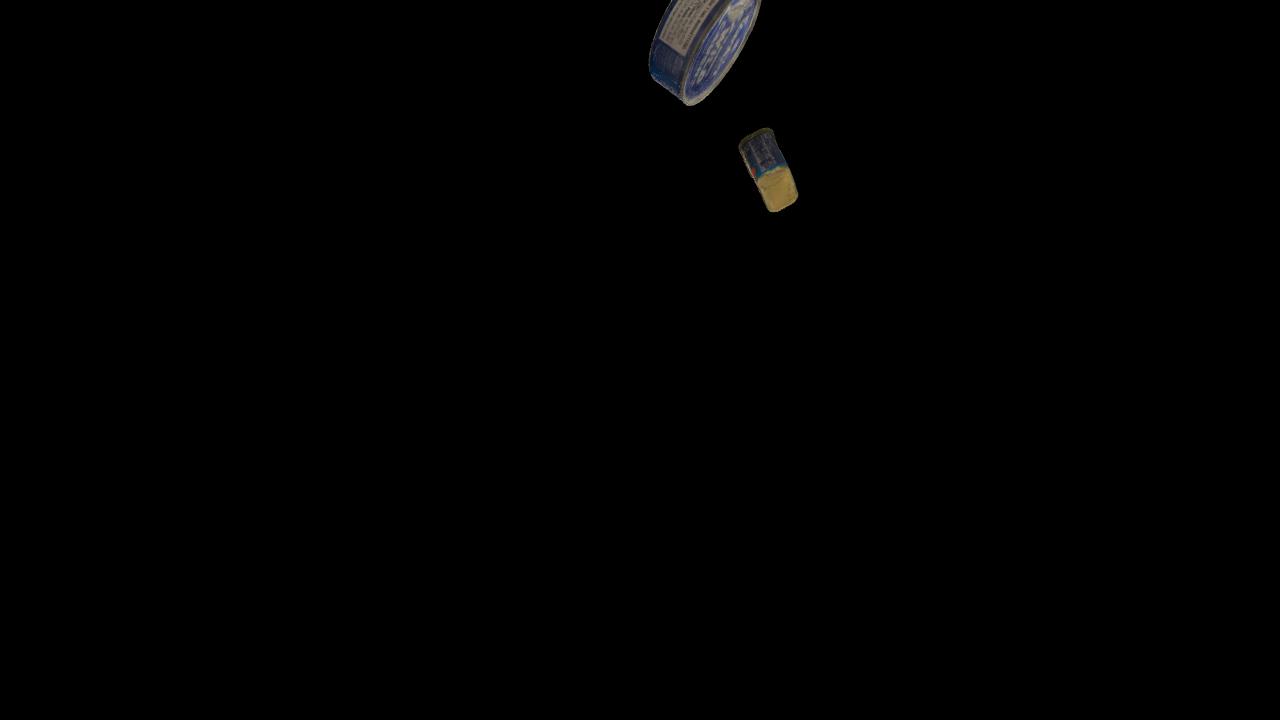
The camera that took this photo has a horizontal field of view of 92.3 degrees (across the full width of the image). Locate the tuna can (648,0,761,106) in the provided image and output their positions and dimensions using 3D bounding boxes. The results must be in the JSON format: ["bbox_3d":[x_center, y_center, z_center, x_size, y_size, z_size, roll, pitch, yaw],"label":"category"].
[{"bbox_3d":[0.043,-0.218,0.414,0.034,0.084,0.084,39,6,7],"label":"tuna can"}]

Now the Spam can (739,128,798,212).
[{"bbox_3d":[0.203,-0.294,0.960,0.058,0.085,0.101,-25,-29,15],"label":"Spam can"}]
